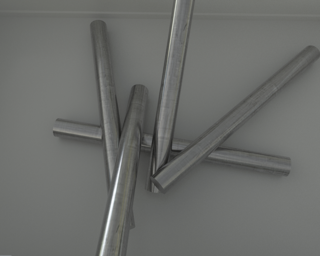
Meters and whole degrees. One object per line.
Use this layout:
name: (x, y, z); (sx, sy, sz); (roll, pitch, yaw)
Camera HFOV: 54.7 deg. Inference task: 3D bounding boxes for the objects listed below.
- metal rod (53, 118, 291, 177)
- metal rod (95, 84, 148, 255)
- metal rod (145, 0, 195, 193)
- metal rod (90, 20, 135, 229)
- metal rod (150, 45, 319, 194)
metal rod: (0.013, 0.024, 0.400); (0.302, 0.025, 0.025); (10, 70, 3)
metal rod: (-0.036, 0.049, 0.319); (0.025, 0.025, 0.300); (3, 42, 1)
metal rod: (0.017, -0.072, 0.370); (0.025, 0.025, 0.298); (9, 93, 3)
metal rod: (-0.065, -0.024, 0.394); (0.025, 0.025, 0.299); (-10, 62, -4)
metal rod: (0.109, -0.022, 0.399); (0.301, 0.025, 0.025); (-38, 74, -20)
